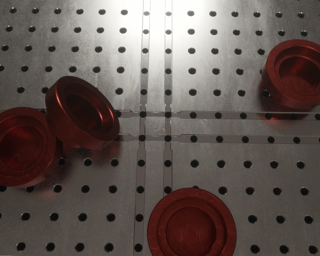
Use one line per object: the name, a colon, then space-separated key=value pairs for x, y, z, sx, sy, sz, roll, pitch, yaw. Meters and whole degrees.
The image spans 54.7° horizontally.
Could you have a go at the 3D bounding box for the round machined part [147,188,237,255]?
round machined part: x=0.035 y=0.121 z=0.359 sx=0.099 sy=0.042 sz=0.098 roll=0 pitch=70 yaw=-1

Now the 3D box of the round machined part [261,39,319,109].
round machined part: x=0.190 y=-0.070 z=0.431 sx=0.099 sy=0.042 sz=0.098 roll=0 pitch=70 yaw=-1

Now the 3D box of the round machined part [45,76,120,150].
round machined part: x=-0.101 y=-0.014 z=0.386 sx=0.042 sy=0.098 sz=0.098 roll=-37 pitch=71 yaw=23

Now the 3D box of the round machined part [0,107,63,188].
round machined part: x=-0.169 y=0.026 z=0.388 sx=0.099 sy=0.042 sz=0.098 roll=-1 pitch=73 yaw=4
